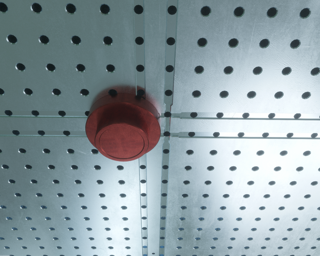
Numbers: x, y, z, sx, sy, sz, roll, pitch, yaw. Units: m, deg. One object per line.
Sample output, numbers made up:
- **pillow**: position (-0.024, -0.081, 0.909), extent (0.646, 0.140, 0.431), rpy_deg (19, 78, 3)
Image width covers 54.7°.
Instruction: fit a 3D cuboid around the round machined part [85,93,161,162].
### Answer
- **round machined part**: position (-0.048, 0.007, 0.405), extent (0.099, 0.042, 0.097), rpy_deg (-1, 130, 0)
